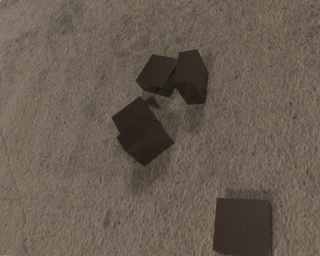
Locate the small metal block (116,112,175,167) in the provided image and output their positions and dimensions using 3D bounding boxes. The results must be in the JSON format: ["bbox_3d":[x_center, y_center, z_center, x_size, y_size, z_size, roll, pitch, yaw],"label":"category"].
[{"bbox_3d":[-0.017,0.015,0.386,0.050,0.050,0.025,-39,51,2],"label":"small metal block"}]

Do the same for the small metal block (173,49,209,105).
[{"bbox_3d":[0.042,-0.065,0.405,0.025,0.050,0.050,-4,60,26],"label":"small metal block"}]

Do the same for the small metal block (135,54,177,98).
[{"bbox_3d":[0.001,-0.076,0.449,0.050,0.025,0.050,20,72,35],"label":"small metal block"}]

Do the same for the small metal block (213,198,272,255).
[{"bbox_3d":[0.081,0.097,0.301,0.050,0.025,0.050,-4,60,26],"label":"small metal block"}]

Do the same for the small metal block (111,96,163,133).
[{"bbox_3d":[-0.031,-0.008,0.424,0.050,0.025,0.050,-37,51,3],"label":"small metal block"}]
